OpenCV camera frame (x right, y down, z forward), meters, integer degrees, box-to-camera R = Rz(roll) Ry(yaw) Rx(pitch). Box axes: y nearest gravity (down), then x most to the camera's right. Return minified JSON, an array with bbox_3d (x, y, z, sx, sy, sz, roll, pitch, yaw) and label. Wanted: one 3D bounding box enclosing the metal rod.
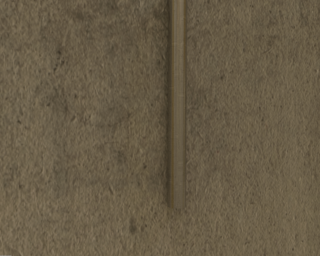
[{"bbox_3d":[0.023,-0.043,0.418,0.025,0.025,0.298,0,90,-20],"label":"metal rod"}]
